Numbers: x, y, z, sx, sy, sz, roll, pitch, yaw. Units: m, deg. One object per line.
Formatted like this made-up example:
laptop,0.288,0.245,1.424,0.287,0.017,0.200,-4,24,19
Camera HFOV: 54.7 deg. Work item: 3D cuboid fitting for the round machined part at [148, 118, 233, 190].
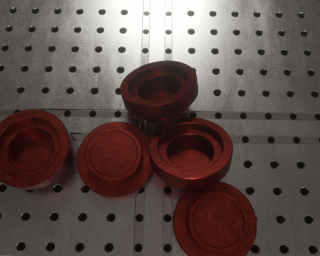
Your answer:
round machined part,0.037,0.035,0.377,0.099,0.042,0.098,-2,44,3

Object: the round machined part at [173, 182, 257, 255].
round machined part,0.065,0.111,0.363,0.099,0.042,0.098,0,70,-1

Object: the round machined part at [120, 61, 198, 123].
round machined part,0.001,-0.044,0.405,0.098,0.042,0.098,-7,42,7

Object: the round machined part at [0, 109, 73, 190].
round machined part,-0.159,0.029,0.390,0.099,0.042,0.098,0,70,-1

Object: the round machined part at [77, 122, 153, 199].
round machined part,-0.055,0.037,0.388,0.099,0.042,0.098,0,70,-1
